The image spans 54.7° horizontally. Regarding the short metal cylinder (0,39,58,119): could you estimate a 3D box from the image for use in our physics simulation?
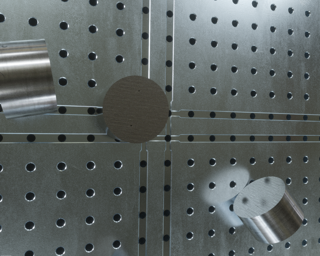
[{"bbox_3d":[-0.143,-0.052,0.330,0.050,0.080,0.080,-11,94,-20],"label":"short metal cylinder"}]

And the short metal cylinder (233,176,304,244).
[{"bbox_3d":[0.153,0.115,0.440,0.080,0.080,0.050,-41,103,-15],"label":"short metal cylinder"}]

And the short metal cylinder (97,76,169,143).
[{"bbox_3d":[-0.035,-0.022,0.386,0.081,0.050,0.079,0,90,-20],"label":"short metal cylinder"}]
